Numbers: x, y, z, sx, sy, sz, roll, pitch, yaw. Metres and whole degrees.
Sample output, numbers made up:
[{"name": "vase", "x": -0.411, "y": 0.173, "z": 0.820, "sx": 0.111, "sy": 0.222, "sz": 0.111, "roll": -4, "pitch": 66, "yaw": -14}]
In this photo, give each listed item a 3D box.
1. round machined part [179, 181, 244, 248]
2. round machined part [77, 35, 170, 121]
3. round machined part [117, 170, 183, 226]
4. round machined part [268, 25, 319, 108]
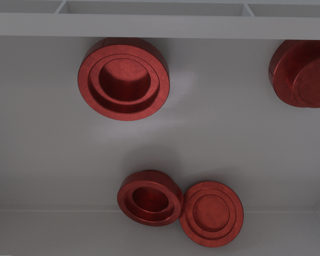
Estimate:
[{"name": "round machined part", "x": 0.081, "y": 0.133, "z": 0.488, "sx": 0.098, "sy": 0.098, "sz": 0.042, "roll": -15, "pitch": 166, "yaw": 12}, {"name": "round machined part", "x": -0.039, "y": -0.058, "z": 0.348, "sx": 0.099, "sy": 0.042, "sz": 0.097, "roll": 0, "pitch": 130, "yaw": 0}, {"name": "round machined part", "x": -0.012, "y": 0.103, "z": 0.476, "sx": 0.098, "sy": 0.042, "sz": 0.097, "roll": 6, "pitch": 125, "yaw": 9}, {"name": "round machined part", "x": 0.177, "y": -0.061, "z": 0.347, "sx": 0.099, "sy": 0.042, "sz": 0.097, "roll": 0, "pitch": 130, "yaw": 0}]
